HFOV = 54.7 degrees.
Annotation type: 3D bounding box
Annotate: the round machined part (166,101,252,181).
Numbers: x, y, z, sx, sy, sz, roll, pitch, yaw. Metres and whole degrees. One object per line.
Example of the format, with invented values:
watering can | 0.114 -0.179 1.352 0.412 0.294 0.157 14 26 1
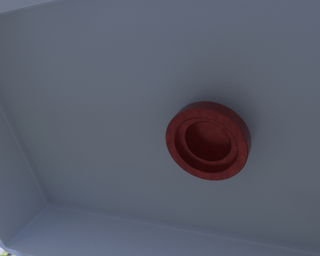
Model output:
round machined part | 0.060 0.012 0.373 0.098 0.042 0.097 13 124 20
